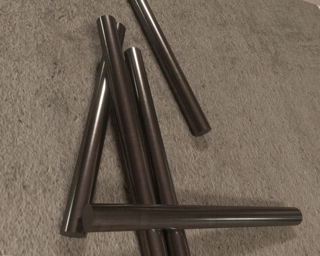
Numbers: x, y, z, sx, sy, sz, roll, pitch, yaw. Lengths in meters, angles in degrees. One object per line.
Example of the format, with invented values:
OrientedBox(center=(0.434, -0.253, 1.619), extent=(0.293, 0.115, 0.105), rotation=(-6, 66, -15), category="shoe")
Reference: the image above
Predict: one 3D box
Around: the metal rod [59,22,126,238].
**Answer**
OrientedBox(center=(-0.073, -0.023, 0.378), extent=(0.025, 0.025, 0.300), rotation=(17, 55, -19), category="metal rod")

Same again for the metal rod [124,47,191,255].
OrientedBox(center=(-0.008, 0.023, 0.386), extent=(0.025, 0.025, 0.299), rotation=(1, 61, -28), category="metal rod")

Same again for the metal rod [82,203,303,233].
OrientedBox(center=(0.062, 0.101, 0.351), extent=(0.302, 0.025, 0.025), rotation=(10, 57, -33), category="metal rod")

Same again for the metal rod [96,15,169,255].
OrientedBox(center=(-0.037, -0.002, 0.364), extent=(0.025, 0.025, 0.299), rotation=(-4, 70, -30), category="metal rod")

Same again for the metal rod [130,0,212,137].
OrientedBox(center=(0.004, -0.123, 0.482), extent=(0.025, 0.025, 0.299), rotation=(-11, 68, -33), category="metal rod")
